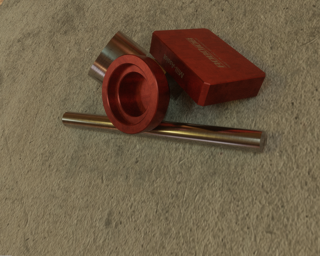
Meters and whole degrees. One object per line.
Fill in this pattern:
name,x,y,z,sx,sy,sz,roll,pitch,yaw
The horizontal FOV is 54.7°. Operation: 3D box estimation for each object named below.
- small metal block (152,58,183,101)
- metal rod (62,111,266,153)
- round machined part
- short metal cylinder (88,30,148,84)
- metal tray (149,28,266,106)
small metal block,0.001,-0.069,0.429,0.050,0.050,0.025,26,76,37
metal rod,-0.017,0.001,0.414,0.300,0.025,0.025,6,65,31
round machined part,-0.026,-0.043,0.394,0.098,0.042,0.097,7,101,39
short metal cylinder,-0.061,-0.095,0.454,0.080,0.050,0.080,-51,11,15
metal tray,0.055,-0.083,0.391,0.091,0.030,0.130,-12,46,-27
